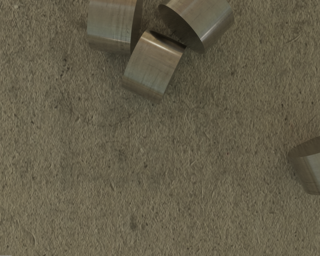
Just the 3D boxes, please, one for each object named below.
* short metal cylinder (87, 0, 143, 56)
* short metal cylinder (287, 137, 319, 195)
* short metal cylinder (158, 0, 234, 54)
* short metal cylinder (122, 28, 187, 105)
[{"bbox_3d":[-0.053,-0.132,0.382,0.050,0.080,0.080,10,90,0],"label":"short metal cylinder"},{"bbox_3d":[0.209,0.042,0.384,0.080,0.080,0.050,-25,90,0],"label":"short metal cylinder"},{"bbox_3d":[0.044,-0.138,0.383,0.080,0.080,0.050,45,90,0],"label":"short metal cylinder"},{"bbox_3d":[-0.007,-0.075,0.382,0.050,0.080,0.080,26,90,0],"label":"short metal cylinder"}]
